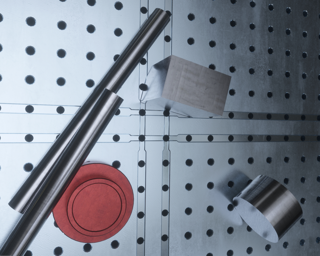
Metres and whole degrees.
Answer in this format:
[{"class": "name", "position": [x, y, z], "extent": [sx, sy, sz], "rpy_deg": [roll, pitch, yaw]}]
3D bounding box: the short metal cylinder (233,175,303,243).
[{"class": "short metal cylinder", "position": [0.152, 0.114, 0.442], "extent": [0.050, 0.080, 0.080], "rpy_deg": [-37, 102, -16]}]

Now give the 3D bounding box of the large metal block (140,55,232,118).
[{"class": "large metal block", "position": [0.030, -0.049, 0.396], "extent": [0.081, 0.080, 0.050], "rpy_deg": [15, 85, -20]}]

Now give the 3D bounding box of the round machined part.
[{"class": "round machined part", "position": [-0.079, 0.091, 0.375], "extent": [0.099, 0.042, 0.097], "rpy_deg": [0, 90, -21]}]

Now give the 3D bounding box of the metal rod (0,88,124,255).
[{"class": "metal rod", "position": [-0.131, 0.088, 0.343], "extent": [0.025, 0.025, 0.299], "rpy_deg": [33, 87, -18]}]

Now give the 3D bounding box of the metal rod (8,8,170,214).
[{"class": "metal rod", "position": [-0.079, -0.029, 0.383], "extent": [0.025, 0.025, 0.300], "rpy_deg": [38, 78, -17]}]
